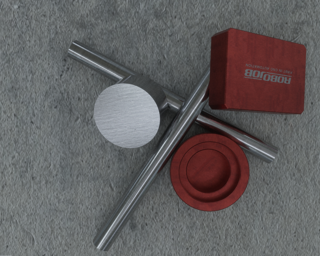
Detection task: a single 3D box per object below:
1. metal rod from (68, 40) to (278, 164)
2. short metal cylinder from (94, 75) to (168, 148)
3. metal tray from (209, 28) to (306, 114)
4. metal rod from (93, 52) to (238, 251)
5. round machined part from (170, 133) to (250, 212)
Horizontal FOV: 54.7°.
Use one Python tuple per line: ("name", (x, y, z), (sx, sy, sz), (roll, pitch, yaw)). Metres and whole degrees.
("metal rod", (0.017, -0.034, 0.412), (0.301, 0.025, 0.025), (28, 90, 0))
("short metal cylinder", (-0.034, -0.022, 0.385), (0.080, 0.050, 0.079), (4, 111, 11))
("metal tray", (0.123, -0.064, 0.381), (0.131, 0.030, 0.089), (2, 90, -28))
("metal rod", (0.004, 0.030, 0.394), (0.025, 0.025, 0.299), (33, 96, 0))
("round machined part", (0.062, 0.055, 0.403), (0.099, 0.042, 0.097), (0, 90, 0))
